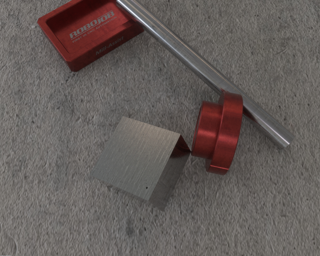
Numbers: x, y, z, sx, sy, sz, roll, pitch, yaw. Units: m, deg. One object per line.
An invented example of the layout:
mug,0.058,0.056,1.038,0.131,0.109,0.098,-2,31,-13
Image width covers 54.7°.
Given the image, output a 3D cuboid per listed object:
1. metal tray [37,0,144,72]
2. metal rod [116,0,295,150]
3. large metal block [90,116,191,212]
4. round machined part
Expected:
metal tray,-0.100,-0.153,0.460,0.131,0.030,0.090,-35,74,-12
metal rod,0.057,-0.082,0.420,0.300,0.025,0.025,43,75,7
large metal block,-0.021,0.041,0.367,0.080,0.050,0.080,17,70,27
round machined part,0.064,0.004,0.369,0.042,0.098,0.098,12,71,4
